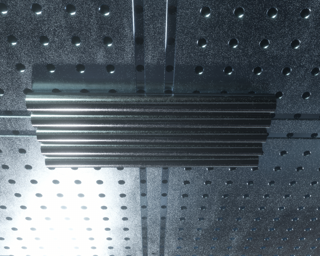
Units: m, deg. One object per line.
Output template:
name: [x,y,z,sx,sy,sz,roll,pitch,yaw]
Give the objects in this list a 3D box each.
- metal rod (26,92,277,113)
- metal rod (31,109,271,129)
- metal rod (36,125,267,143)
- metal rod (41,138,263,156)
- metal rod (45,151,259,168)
metal rod: [-0.010,-0.031,0.385,0.302,0.025,0.025,0,130,-1]
metal rod: [-0.010,-0.012,0.401,0.302,0.025,0.025,0,130,-1]
metal rod: [-0.010,0.007,0.418,0.302,0.025,0.025,0,130,-1]
metal rod: [-0.011,0.026,0.434,0.302,0.025,0.025,0,130,-1]
metal rod: [-0.011,0.045,0.449,0.302,0.025,0.025,0,130,-1]
